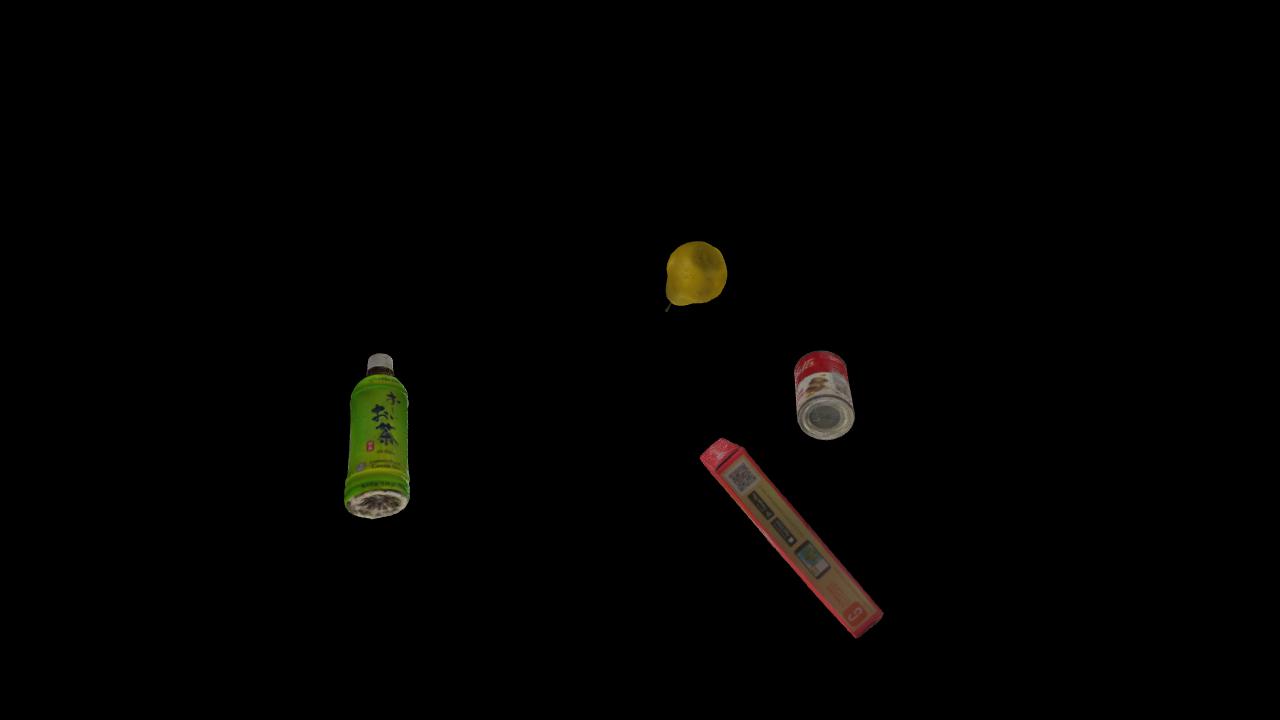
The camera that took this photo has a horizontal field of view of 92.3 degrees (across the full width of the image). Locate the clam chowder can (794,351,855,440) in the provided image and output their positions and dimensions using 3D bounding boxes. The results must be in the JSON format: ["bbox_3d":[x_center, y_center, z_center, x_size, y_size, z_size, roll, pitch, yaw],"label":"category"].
[{"bbox_3d":[0.228,0.043,0.766,0.068,0.068,0.102,0,32,11],"label":"clam chowder can"}]

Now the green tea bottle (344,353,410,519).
[{"bbox_3d":[-0.318,0.082,0.748,0.073,0.212,0.073,-12,-35,-9],"label":"green tea bottle"}]

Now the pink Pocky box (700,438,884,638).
[{"bbox_3d":[0.108,0.127,0.463,0.029,0.155,0.084,-40,-1,-3],"label":"pink Pocky box"}]

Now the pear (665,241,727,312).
[{"bbox_3d":[0.062,-0.103,0.796,0.080,0.080,0.111,0,-20,-31],"label":"pear"}]
